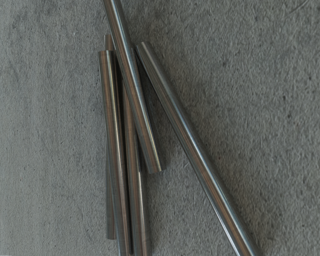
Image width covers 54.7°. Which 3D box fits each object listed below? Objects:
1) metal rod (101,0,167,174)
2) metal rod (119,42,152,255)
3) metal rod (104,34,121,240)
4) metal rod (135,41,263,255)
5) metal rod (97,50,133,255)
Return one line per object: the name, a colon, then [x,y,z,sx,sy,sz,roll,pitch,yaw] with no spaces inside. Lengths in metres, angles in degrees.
metal rod: [-0.043,-0.087,0.416,0.025,0.025,0.298,-18,86,38]
metal rod: [-0.036,0.028,0.434,0.025,0.025,0.298,-8,85,40]
metal rod: [-0.069,0.013,0.462,0.025,0.025,0.298,-1,89,40]
metal rod: [0.037,0.017,0.373,0.025,0.025,0.299,-39,66,33]
metal rod: [-0.061,0.043,0.437,0.025,0.025,0.298,-5,91,40]
